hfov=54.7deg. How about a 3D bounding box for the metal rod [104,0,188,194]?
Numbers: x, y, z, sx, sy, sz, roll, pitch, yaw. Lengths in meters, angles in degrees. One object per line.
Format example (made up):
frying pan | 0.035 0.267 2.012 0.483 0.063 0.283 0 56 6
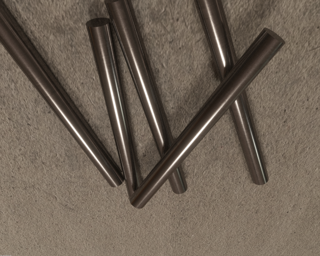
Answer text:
metal rod | -0.005 -0.016 0.393 0.025 0.025 0.299 -11 130 9

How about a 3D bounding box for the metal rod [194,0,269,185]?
metal rod | 0.098 -0.028 0.385 0.025 0.025 0.299 -17 128 14

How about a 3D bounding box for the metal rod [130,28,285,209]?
metal rod | 0.038 0.011 0.382 0.025 0.025 0.298 23 126 -19

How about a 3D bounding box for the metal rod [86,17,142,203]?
metal rod | -0.050 0.005 0.411 0.025 0.025 0.298 -4 130 3

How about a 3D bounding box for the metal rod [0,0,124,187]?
metal rod | -0.119 -0.025 0.383 0.025 0.025 0.299 -17 129 13
